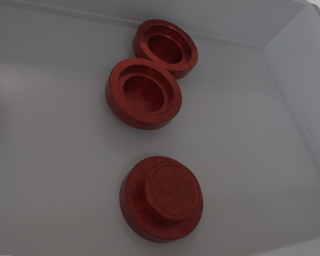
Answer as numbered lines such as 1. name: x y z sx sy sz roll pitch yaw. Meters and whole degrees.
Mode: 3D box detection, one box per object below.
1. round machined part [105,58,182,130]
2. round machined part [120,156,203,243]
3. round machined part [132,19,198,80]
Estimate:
1. round machined part: -0.024 -0.040 0.405 0.099 0.042 0.098 13 57 -21
2. round machined part: 0.008 0.076 0.352 0.099 0.042 0.098 14 56 -21
3. round machined part: 0.004 -0.112 0.465 0.099 0.042 0.098 14 56 -21
